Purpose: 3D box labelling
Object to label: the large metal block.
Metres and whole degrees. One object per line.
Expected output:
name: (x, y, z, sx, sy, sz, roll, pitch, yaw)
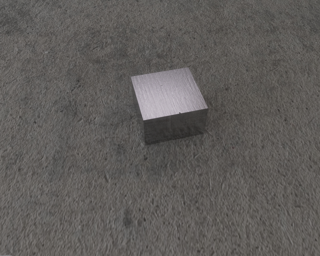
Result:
large metal block: (0.010, -0.030, 0.413, 0.081, 0.050, 0.080, -11, 51, -9)
